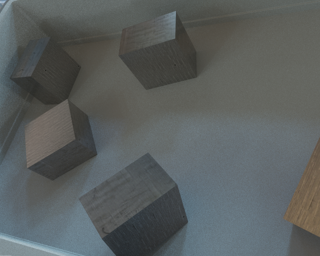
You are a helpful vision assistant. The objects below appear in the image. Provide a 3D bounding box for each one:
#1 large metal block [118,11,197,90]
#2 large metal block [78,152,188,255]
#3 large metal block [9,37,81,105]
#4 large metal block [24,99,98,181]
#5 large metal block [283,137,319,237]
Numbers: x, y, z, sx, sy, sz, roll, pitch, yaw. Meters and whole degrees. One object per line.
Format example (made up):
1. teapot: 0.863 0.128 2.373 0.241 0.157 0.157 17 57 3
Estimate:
1. large metal block: 0.000 -0.105 0.435 0.080 0.080 0.050 -11 57 22
2. large metal block: -0.023 0.085 0.317 0.080 0.080 0.050 -33 49 -15
3. large metal block: -0.192 -0.095 0.530 0.050 0.080 0.080 1 62 29
4. large metal block: -0.147 0.017 0.457 0.080 0.050 0.080 -30 52 9
5. large metal block: 0.163 0.060 0.257 0.080 0.050 0.080 23 86 36
